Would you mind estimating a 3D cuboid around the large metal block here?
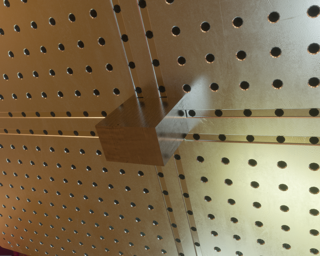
[{"bbox_3d":[-0.019,0.001,0.387,0.080,0.080,0.050,2,119,27],"label":"large metal block"}]
